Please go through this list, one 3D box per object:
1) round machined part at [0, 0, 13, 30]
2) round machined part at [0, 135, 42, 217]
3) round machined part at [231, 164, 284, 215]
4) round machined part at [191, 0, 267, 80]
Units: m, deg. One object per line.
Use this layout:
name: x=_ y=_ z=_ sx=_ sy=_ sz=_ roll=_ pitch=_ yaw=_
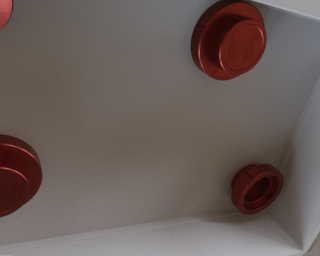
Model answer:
round machined part: x=-0.161 y=-0.110 z=0.222 sx=0.099 sy=0.042 sz=0.098 roll=-13 pitch=158 yaw=-5
round machined part: x=-0.180 y=0.059 z=0.336 sx=0.099 sy=0.042 sz=0.097 roll=-14 pitch=124 yaw=-21
round machined part: x=0.167 y=0.103 z=0.553 sx=0.099 sy=0.042 sz=0.097 roll=-14 pitch=124 yaw=-21
round machined part: x=0.091 y=-0.104 z=0.383 sx=0.099 sy=0.042 sz=0.097 roll=-14 pitch=124 yaw=-21
